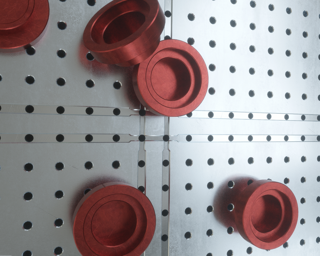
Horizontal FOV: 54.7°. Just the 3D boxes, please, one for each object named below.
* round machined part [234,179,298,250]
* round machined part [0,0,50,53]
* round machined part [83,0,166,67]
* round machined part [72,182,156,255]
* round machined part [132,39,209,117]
[{"bbox_3d":[0.153,0.125,0.462,0.099,0.042,0.097,0,90,-21],"label":"round machined part"},{"bbox_3d":[-0.174,-0.136,0.339,0.099,0.042,0.097,0,90,-21],"label":"round machined part"},{"bbox_3d":[-0.039,-0.112,0.370,0.098,0.098,0.042,-51,141,-13],"label":"round machined part"},{"bbox_3d":[-0.058,0.115,0.383,0.099,0.042,0.097,0,90,-21],"label":"round machined part"},{"bbox_3d":[0.011,-0.063,0.407,0.099,0.042,0.097,-1,92,-22],"label":"round machined part"}]
